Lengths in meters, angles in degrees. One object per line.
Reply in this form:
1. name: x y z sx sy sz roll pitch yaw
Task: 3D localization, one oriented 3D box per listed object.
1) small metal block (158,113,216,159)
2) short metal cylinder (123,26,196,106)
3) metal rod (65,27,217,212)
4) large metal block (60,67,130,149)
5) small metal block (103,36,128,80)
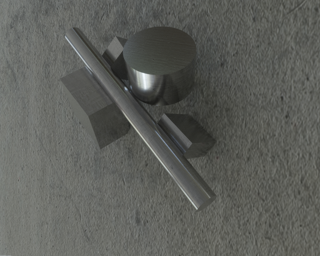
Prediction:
1. small metal block: 0.029 0.009 0.361 0.050 0.050 0.025 48 119 29
2. short metal cylinder: 0.001 -0.072 0.360 0.080 0.080 0.050 46 159 30
3. metal rod: -0.038 -0.029 0.371 0.300 0.025 0.025 51 120 27
4. large metal block: -0.090 -0.030 0.439 0.080 0.050 0.080 48 159 28
5. small metal block: -0.051 -0.095 0.430 0.050 0.050 0.025 -46 63 30
